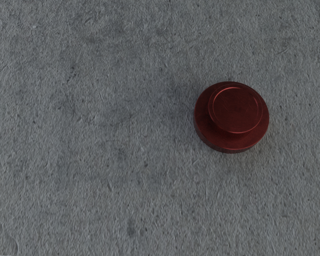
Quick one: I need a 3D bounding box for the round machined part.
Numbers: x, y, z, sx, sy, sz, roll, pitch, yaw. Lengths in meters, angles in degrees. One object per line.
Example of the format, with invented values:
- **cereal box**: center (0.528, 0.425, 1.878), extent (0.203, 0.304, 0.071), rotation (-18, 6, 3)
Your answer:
- **round machined part**: center (0.095, -0.019, 0.407), extent (0.099, 0.042, 0.098), rotation (0, 70, 0)
